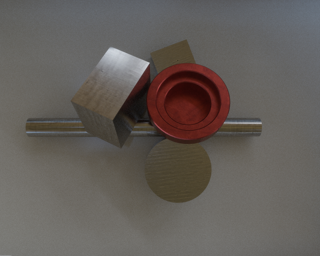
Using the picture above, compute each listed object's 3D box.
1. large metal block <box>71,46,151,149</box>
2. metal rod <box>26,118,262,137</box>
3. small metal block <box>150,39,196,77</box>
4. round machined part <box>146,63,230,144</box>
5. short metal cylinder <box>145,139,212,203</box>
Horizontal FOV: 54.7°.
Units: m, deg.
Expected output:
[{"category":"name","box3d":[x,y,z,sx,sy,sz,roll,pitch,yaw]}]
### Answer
[{"category":"large metal block","box3d":[-0.052,-0.033,0.367,0.050,0.080,0.080,25,67,11]},{"category":"metal rod","box3d":[-0.020,-0.001,0.408,0.302,0.025,0.025,0,90,-1]},{"category":"small metal block","box3d":[0.020,-0.082,0.411,0.050,0.025,0.050,-21,90,-1]},{"category":"round machined part","box3d":[0.033,-0.027,0.383,0.099,0.042,0.098,0,72,0]},{"category":"short metal cylinder","box3d":[0.022,0.050,0.397,0.081,0.050,0.079,0,90,-1]}]
